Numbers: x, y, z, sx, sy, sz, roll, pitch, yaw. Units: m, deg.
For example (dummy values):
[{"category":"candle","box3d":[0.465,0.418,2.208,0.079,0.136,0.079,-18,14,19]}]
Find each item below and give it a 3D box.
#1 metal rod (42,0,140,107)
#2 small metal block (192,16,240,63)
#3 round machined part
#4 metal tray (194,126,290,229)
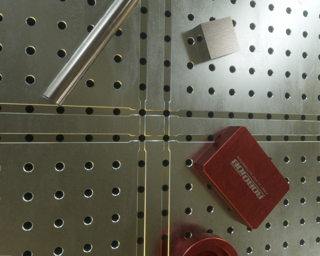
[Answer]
[{"category":"metal rod","box3d":[-0.047,-0.155,0.395,0.025,0.025,0.300,37,78,-17]},{"category":"small metal block","box3d":[0.081,-0.127,0.444,0.050,0.025,0.050,-20,97,-19]},{"category":"round machined part","box3d":[0.057,0.193,0.427,0.099,0.042,0.097,0,90,-21]},{"category":"metal tray","box3d":[0.123,0.072,0.457,0.090,0.030,0.130,-44,104,-15]}]
